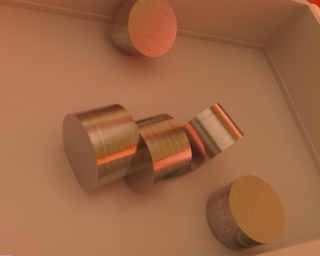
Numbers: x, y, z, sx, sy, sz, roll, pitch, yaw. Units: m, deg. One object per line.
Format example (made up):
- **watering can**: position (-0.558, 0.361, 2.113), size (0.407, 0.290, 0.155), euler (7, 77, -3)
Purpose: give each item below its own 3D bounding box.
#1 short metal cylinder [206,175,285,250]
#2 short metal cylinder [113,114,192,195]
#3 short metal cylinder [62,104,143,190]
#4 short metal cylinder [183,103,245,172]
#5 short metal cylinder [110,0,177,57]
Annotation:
- **short metal cylinder**: position (0.104, 0.105, 0.382), size (0.081, 0.050, 0.080), euler (14, 56, -21)
- **short metal cylinder**: position (-0.010, 0.028, 0.348), size (0.050, 0.080, 0.080), euler (-17, 71, -35)
- **short metal cylinder**: position (-0.062, 0.018, 0.326), size (0.050, 0.080, 0.080), euler (-17, 71, -35)
- **short metal cylinder**: position (0.059, 0.013, 0.394), size (0.081, 0.080, 0.050), euler (-28, 78, -37)
- **short metal cylinder**: position (-0.023, -0.142, 0.438), size (0.081, 0.050, 0.079), euler (-11, 109, -35)
